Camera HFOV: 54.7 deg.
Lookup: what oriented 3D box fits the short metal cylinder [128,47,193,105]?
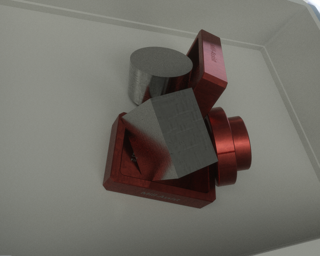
[{"bbox_3d":[-0.001,-0.067,0.410,0.081,0.050,0.080,6,39,-4],"label":"short metal cylinder"}]

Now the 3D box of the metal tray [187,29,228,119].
[{"bbox_3d":[0.047,-0.062,0.407,0.030,0.089,0.130,22,38,-12],"label":"metal tray"}]

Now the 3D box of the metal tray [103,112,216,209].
[{"bbox_3d":[0.003,0.040,0.378,0.131,0.030,0.090,16,55,-19],"label":"metal tray"}]

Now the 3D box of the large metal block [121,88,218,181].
[{"bbox_3d":[0.007,0.010,0.338,0.050,0.080,0.080,-18,87,-29],"label":"large metal block"}]

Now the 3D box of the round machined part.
[{"bbox_3d":[0.083,0.021,0.386,0.042,0.098,0.098,-9,63,1],"label":"round machined part"}]
